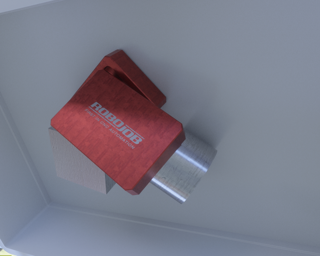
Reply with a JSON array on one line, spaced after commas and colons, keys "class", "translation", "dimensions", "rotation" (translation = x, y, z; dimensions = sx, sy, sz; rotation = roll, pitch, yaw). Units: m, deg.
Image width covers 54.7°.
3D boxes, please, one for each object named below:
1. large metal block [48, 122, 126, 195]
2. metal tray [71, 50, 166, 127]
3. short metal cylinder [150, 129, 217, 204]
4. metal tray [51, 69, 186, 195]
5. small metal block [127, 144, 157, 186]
[{"class": "large metal block", "translation": [-0.095, 0.032, 0.417], "dimensions": [0.080, 0.050, 0.079], "rotation": [15, 125, 19]}, {"class": "metal tray", "translation": [-0.065, -0.030, 0.417], "dimensions": [0.090, 0.030, 0.129], "rotation": [47, 129, -5]}, {"class": "short metal cylinder", "translation": [0.027, 0.046, 0.385], "dimensions": [0.050, 0.080, 0.079], "rotation": [34, 129, 5]}, {"class": "metal tray", "translation": [-0.048, 0.001, 0.352], "dimensions": [0.130, 0.090, 0.030], "rotation": [36, 168, 22]}, {"class": "small metal block", "translation": [-0.017, 0.051, 0.446], "dimensions": [0.050, 0.025, 0.050], "rotation": [-32, 101, 38]}]
